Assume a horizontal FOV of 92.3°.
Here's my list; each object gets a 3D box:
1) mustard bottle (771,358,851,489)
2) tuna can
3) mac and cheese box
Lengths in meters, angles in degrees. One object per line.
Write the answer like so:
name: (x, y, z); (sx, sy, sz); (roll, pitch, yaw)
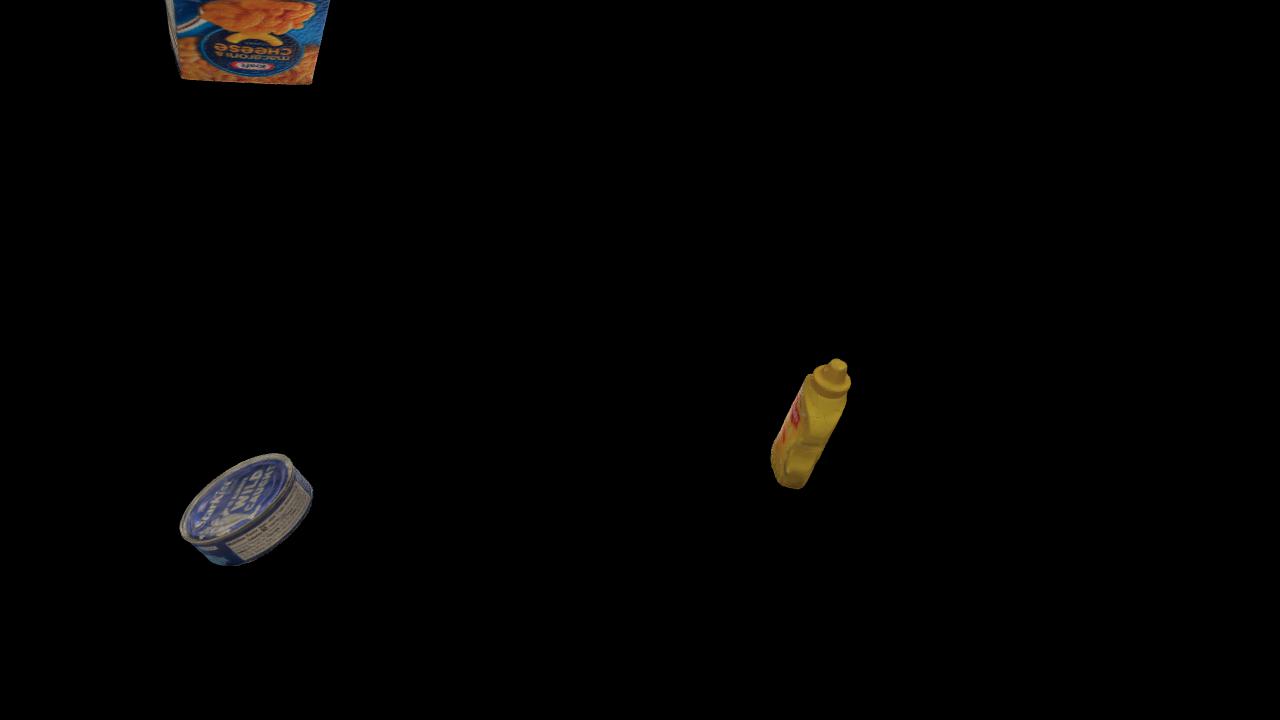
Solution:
mustard bottle: (0.205, 0.067, 0.727); (0.054, 0.184, 0.092); (17, 46, 7)
tuna can: (-0.298, 0.113, 0.470); (0.084, 0.034, 0.084); (-11, 37, 8)
mac and cheese box: (-0.260, -0.249, 0.408); (0.093, 0.041, 0.184); (-17, 0, -35)
